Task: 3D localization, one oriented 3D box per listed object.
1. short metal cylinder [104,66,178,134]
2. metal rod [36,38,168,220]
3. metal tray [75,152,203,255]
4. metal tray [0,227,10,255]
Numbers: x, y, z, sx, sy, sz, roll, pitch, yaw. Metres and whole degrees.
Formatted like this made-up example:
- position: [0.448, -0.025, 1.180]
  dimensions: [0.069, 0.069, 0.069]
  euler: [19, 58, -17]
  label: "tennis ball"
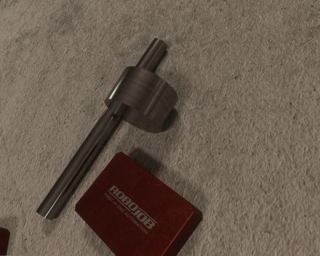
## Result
- position: [-0.024, -0.035, 0.401]
  dimensions: [0.080, 0.080, 0.050]
  euler: [18, 72, 35]
  label: "short metal cylinder"
- position: [-0.076, -0.008, 0.446]
  dimensions: [0.025, 0.025, 0.300]
  euler: [22, 73, 35]
  label: "metal rod"
- position: [-0.029, 0.096, 0.356]
  dimensions: [0.130, 0.030, 0.090]
  euler: [31, 78, 37]
  label: "metal tray"
- position: [-0.273, 0.193, 0.422]
  dimensions: [0.130, 0.030, 0.090]
  euler: [-18, 55, 17]
  label: "metal tray"
